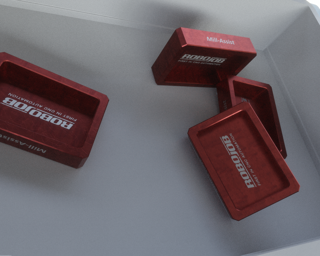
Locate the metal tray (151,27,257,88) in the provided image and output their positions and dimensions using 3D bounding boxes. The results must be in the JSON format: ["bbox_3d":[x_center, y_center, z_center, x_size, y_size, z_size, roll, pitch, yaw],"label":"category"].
[{"bbox_3d":[0.064,-0.098,0.458,0.131,0.090,0.030,-2,63,-29],"label":"metal tray"}]

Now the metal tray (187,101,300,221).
[{"bbox_3d":[0.104,0.042,0.402,0.090,0.030,0.130,-27,73,0],"label":"metal tray"}]

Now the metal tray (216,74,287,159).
[{"bbox_3d":[0.139,-0.014,0.478,0.091,0.030,0.130,9,63,-24],"label":"metal tray"}]

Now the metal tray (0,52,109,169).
[{"bbox_3d":[-0.132,-0.020,0.342,0.131,0.030,0.090,23,53,-15],"label":"metal tray"}]
